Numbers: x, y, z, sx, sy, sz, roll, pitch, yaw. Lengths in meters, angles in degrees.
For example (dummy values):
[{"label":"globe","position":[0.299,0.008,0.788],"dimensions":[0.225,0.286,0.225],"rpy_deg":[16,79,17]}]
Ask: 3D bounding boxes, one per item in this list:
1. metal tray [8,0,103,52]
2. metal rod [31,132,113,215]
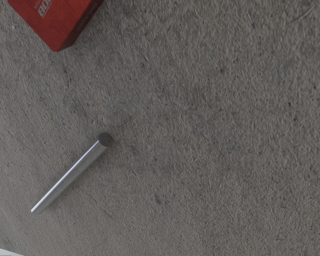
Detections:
[{"label":"metal tray","position":[-0.118,-0.165,0.364],"dimensions":[0.090,0.030,0.129],"rpy_deg":[48,129,-6]},{"label":"metal rod","position":[-0.168,0.093,0.553],"dimensions":[0.025,0.025,0.299],"rpy_deg":[46,129,-4]}]
